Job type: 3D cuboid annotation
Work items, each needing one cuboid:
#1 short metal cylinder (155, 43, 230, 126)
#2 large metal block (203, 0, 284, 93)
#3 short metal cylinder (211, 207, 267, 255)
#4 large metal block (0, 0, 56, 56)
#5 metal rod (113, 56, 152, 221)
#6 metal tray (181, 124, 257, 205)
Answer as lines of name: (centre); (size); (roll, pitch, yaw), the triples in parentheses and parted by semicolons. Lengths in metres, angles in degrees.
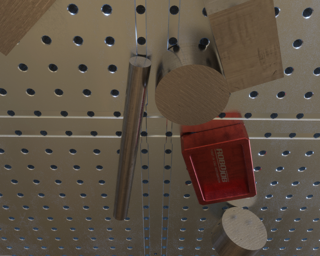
short metal cylinder: (0.035, -0.049, 0.353); (0.081, 0.050, 0.079); (0, 130, 0)
large metal block: (0.076, -0.094, 0.296); (0.050, 0.080, 0.080); (-16, 128, 13)
short metal cylinder: (0.135, 0.185, 0.534); (0.081, 0.080, 0.050); (12, 129, -10)
large metal block: (-0.147, -0.129, 0.284); (0.080, 0.050, 0.080); (-34, 123, 25)
metal rod: (-0.045, 0.038, 0.442); (0.025, 0.025, 0.298); (7, 130, -6)
metal tray: (0.089, 0.059, 0.458); (0.090, 0.030, 0.129); (-12, 129, 10)
